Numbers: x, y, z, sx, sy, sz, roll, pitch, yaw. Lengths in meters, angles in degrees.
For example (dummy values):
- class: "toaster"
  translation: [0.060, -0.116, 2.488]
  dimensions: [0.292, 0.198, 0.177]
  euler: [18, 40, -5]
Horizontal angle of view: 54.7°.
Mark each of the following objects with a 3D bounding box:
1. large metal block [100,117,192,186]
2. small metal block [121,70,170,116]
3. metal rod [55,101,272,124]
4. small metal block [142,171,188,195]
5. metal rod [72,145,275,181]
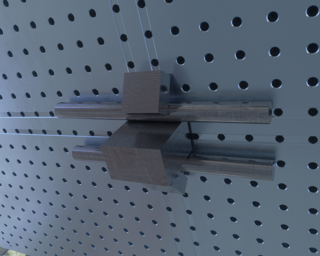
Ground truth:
- class: "large metal block"
  translation: [-0.014, 0.025, 0.392]
  dimensions: [0.080, 0.080, 0.050]
  euler: [2, 119, 27]
- class: "small metal block"
  translation: [-0.017, -0.041, 0.375]
  dimensions: [0.050, 0.025, 0.050]
  euler: [1, 84, 27]
- class: "metal rod"
  translation: [-0.015, -0.022, 0.400]
  dimensions: [0.301, 0.025, 0.025]
  euler: [2, 120, 27]
- class: "small metal block"
  translation: [0.005, 0.072, 0.433]
  dimensions: [0.050, 0.025, 0.050]
  euler: [3, 157, 26]
- class: "metal rod"
  translation: [0.000, 0.045, 0.434]
  dimensions: [0.301, 0.025, 0.025]
  euler: [2, 120, 27]
